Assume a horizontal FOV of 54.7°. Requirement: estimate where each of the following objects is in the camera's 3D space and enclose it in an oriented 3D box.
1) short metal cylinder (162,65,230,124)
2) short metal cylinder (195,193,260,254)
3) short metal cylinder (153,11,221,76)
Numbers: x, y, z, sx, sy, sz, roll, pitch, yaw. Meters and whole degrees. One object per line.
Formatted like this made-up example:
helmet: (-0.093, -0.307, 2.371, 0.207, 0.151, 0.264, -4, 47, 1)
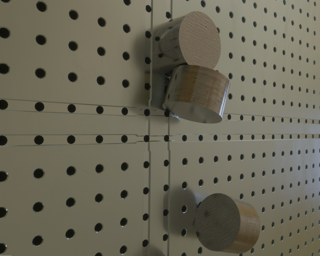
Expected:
short metal cylinder: (0.049, -0.043, 0.414, 0.080, 0.080, 0.050, 25, 75, -37)
short metal cylinder: (0.098, 0.141, 0.455, 0.050, 0.080, 0.080, 24, 75, -38)
short metal cylinder: (0.038, -0.112, 0.424, 0.081, 0.050, 0.080, 0, 90, -40)
